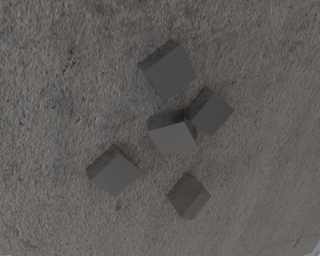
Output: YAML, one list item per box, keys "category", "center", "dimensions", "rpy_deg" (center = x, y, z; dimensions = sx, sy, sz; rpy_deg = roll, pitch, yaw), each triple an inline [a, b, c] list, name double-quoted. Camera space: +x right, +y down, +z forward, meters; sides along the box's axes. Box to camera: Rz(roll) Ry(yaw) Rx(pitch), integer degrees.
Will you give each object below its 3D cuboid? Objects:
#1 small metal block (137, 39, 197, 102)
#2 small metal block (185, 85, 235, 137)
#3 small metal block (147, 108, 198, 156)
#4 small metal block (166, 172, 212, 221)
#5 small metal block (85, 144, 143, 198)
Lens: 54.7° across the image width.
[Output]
- category: "small metal block"
  center: [0.009, -0.068, 0.369]
  dimensions: [0.050, 0.025, 0.050]
  rpy_deg: [-38, 129, -3]
- category: "small metal block"
  center: [0.067, -0.023, 0.429]
  dimensions: [0.050, 0.025, 0.050]
  rpy_deg: [33, 100, -39]
- category: "small metal block"
  center: [0.017, 0.006, 0.405]
  dimensions: [0.050, 0.025, 0.050]
  rpy_deg: [-16, 132, 19]
- category: "small metal block"
  center: [0.044, 0.105, 0.480]
  dimensions: [0.025, 0.050, 0.050]
  rpy_deg: [27, 103, -37]
- category: "small metal block"
  center: [-0.060, 0.057, 0.409]
  dimensions: [0.050, 0.025, 0.050]
  rpy_deg: [-42, 130, 1]
